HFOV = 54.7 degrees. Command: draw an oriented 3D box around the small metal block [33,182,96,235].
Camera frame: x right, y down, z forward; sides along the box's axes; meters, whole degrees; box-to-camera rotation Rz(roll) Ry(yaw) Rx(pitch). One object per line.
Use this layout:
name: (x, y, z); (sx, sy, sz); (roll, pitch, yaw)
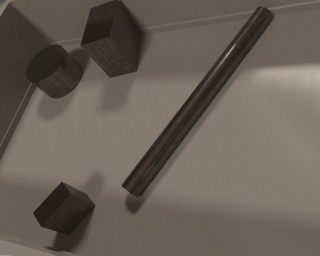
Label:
small metal block: (-0.118, 0.102, 0.388); (0.050, 0.050, 0.025); (-48, 52, -6)

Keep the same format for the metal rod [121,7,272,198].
metal rod: (0.053, -0.040, 0.401); (0.025, 0.025, 0.300); (30, 78, 37)

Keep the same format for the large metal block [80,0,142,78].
large metal block: (-0.074, -0.140, 0.493); (0.050, 0.080, 0.080); (-9, 58, 23)

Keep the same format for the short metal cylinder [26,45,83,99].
short metal cylinder: (-0.185, -0.099, 0.545); (0.080, 0.050, 0.080); (-13, 56, 20)
